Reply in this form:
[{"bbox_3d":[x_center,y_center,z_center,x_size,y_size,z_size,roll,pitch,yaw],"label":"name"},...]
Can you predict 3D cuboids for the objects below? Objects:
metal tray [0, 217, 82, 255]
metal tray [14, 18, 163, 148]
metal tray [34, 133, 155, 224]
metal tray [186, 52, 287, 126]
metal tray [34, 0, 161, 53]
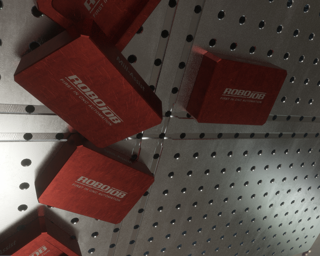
[{"bbox_3d":[-0.187,0.189,0.423,0.130,0.030,0.090,-35,129,-5],"label":"metal tray"},{"bbox_3d":[-0.067,-0.037,0.323,0.090,0.030,0.130,-23,134,21],"label":"metal tray"},{"bbox_3d":[-0.082,0.072,0.409,0.130,0.030,0.090,32,101,-39],"label":"metal tray"},{"bbox_3d":[0.110,-0.051,0.439,0.131,0.030,0.089,2,118,-30],"label":"metal tray"},{"bbox_3d":[-0.044,-0.142,0.296,0.090,0.030,0.130,33,100,-39],"label":"metal tray"}]
